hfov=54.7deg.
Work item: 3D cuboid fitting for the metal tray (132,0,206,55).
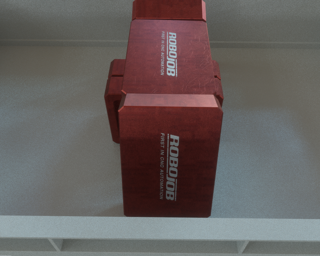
[{"bbox_3d":[0.011,-0.124,0.438,0.091,0.130,0.030,1,71,0],"label":"metal tray"}]

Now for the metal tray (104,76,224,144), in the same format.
[{"bbox_3d":[0.005,-0.019,0.378,0.131,0.090,0.030,1,50,0],"label":"metal tray"}]

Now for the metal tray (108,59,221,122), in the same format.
[{"bbox_3d":[0.005,-0.043,0.397,0.131,0.090,0.030,1,50,0],"label":"metal tray"}]

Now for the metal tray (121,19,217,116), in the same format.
[{"bbox_3d":[0.009,-0.072,0.343,0.091,0.030,0.130,1,50,0],"label":"metal tray"}]

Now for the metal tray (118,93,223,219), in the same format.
[{"bbox_3d":[0.009,0.032,0.306,0.091,0.129,0.030,1,28,0],"label":"metal tray"}]
